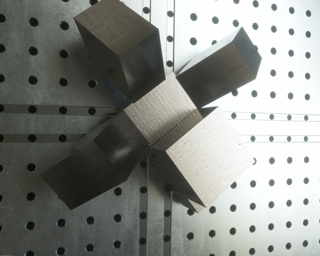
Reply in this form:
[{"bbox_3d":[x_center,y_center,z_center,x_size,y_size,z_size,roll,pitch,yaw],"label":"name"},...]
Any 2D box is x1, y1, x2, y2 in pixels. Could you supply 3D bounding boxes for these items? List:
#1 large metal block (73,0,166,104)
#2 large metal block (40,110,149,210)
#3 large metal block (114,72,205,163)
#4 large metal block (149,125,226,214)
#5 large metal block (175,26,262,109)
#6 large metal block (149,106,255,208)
[{"bbox_3d":[-0.042,-0.088,0.351,0.050,0.080,0.080,-40,64,-15],"label":"large metal block"},{"bbox_3d":[-0.068,0.033,0.342,0.080,0.080,0.050,-31,103,25],"label":"large metal block"},{"bbox_3d":[0.001,-0.013,0.399,0.080,0.050,0.080,-40,103,-16],"label":"large metal block"},{"bbox_3d":[0.047,0.052,0.416,0.080,0.050,0.080,-39,101,-17],"label":"large metal block"},{"bbox_3d":[0.077,-0.077,0.395,0.050,0.080,0.080,54,34,-12],"label":"large metal block"},{"bbox_3d":[0.049,0.031,0.363,0.080,0.050,0.080,-39,103,-17],"label":"large metal block"}]
